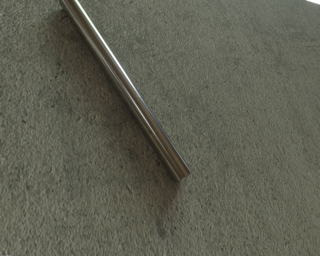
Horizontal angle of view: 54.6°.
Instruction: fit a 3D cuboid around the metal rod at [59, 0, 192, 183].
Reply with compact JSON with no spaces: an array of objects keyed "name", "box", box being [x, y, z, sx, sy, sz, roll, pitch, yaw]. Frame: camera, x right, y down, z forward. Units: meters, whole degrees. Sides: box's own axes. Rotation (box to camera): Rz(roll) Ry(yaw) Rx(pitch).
[{"name":"metal rod","box":[-0.052,-0.061,0.412,0.025,0.025,0.299,-24,75,-36]}]
